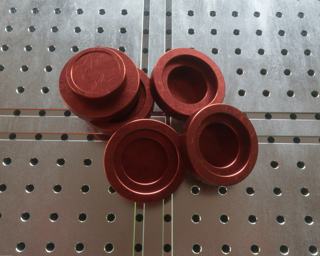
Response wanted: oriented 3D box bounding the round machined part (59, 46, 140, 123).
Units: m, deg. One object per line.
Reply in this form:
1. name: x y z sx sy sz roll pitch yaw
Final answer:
1. round machined part: -0.075 -0.059 0.378 0.099 0.042 0.098 0 70 -1

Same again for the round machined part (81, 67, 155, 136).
1. round machined part: -0.056 -0.035 0.414 0.099 0.042 0.098 0 70 -1

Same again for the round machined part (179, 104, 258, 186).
1. round machined part: 0.068 0.022 0.383 0.099 0.042 0.097 3 80 -21

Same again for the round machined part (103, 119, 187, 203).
1. round machined part: -0.019 0.040 0.379 0.099 0.042 0.097 1 84 -10

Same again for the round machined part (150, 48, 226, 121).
1. round machined part: 0.033 -0.054 0.413 0.099 0.042 0.098 6 70 -16
